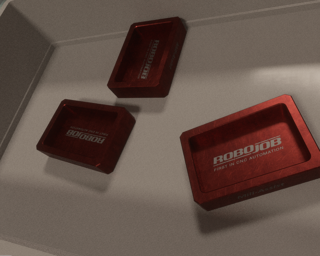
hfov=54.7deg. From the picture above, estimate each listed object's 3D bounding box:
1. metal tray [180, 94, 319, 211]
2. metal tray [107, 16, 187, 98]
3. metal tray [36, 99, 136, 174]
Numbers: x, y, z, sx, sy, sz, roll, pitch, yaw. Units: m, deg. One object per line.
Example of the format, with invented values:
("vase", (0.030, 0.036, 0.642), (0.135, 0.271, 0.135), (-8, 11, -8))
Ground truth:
("metal tray", (0.094, 0.027, 0.336), (0.130, 0.030, 0.090), (-21, 54, 15))
("metal tray", (-0.019, -0.108, 0.477), (0.090, 0.030, 0.130), (3, 63, 29))
("metal tray", (-0.110, 0.008, 0.452), (0.130, 0.030, 0.090), (10, 66, 32))
